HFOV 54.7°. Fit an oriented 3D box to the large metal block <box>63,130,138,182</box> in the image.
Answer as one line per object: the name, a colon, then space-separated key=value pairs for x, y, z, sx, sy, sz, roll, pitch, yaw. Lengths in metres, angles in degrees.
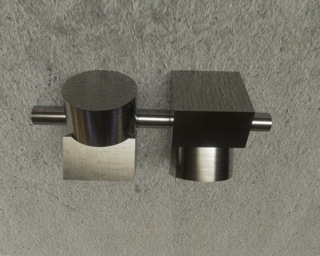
large metal block: x=-0.070 y=0.031 z=0.391 sx=0.081 sy=0.080 sz=0.050 roll=2 pitch=96 yaw=-2

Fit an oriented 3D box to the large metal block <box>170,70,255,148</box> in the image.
large metal block: x=0.054 y=-0.023 z=0.353 sx=0.081 sy=0.080 sz=0.050 roll=1 pitch=130 yaw=-1

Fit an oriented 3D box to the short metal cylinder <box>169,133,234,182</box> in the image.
short metal cylinder: x=0.052 y=0.033 z=0.393 sx=0.081 sy=0.080 sz=0.050 roll=1 pitch=95 yaw=-1

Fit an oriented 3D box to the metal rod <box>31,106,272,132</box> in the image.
metal rod: x=-0.009 y=-0.012 z=0.401 sx=0.302 sy=0.025 sz=0.025 roll=2 pitch=130 yaw=-2

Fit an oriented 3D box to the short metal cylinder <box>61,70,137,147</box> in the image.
short metal cylinder: x=-0.066 y=-0.024 z=0.351 sx=0.081 sy=0.080 sz=0.050 roll=3 pitch=130 yaw=-3
